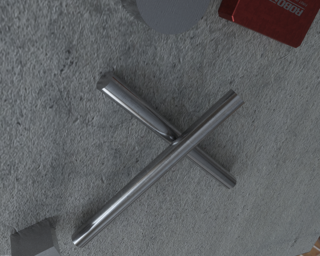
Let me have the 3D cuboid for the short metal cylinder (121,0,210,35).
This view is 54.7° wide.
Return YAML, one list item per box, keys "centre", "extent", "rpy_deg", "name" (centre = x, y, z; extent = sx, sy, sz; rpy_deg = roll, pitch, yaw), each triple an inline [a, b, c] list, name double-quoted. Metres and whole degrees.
- centre: [0.004, -0.139, 0.308]
  extent: [0.081, 0.050, 0.079]
  rpy_deg: [-14, 125, -21]
  name: "short metal cylinder"

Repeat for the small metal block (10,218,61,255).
- centre: [-0.160, 0.152, 0.398]
  extent: [0.050, 0.050, 0.025]
  rpy_deg: [-23, 127, -15]
  name: "small metal block"

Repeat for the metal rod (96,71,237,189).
- centre: [0.029, 0.020, 0.437]
  extent: [0.025, 0.025, 0.301]
  rpy_deg: [-47, 130, 5]
  name: "metal rod"

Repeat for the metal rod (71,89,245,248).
- centre: [-0.010, 0.060, 0.415]
  extent: [0.300, 0.025, 0.025]
  rpy_deg: [-43, 130, 11]
  name: "metal rod"

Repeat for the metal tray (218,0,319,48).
- centre: [0.145, -0.161, 0.385]
  extent: [0.131, 0.030, 0.089]
  rpy_deg: [8, 114, -32]
  name: "metal tray"
